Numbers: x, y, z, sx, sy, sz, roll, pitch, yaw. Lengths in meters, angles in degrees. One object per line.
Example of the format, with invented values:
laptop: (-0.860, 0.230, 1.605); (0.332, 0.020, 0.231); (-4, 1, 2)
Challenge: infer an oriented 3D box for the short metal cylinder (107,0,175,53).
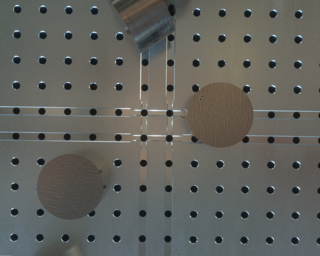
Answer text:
short metal cylinder: (-0.025, -0.141, 0.385); (0.050, 0.080, 0.080); (-33, 90, 0)

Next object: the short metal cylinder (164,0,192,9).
short metal cylinder: (0.014, -0.203, 0.401); (0.081, 0.050, 0.079); (0, 90, 0)

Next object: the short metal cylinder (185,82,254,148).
short metal cylinder: (0.074, -0.016, 0.401); (0.081, 0.050, 0.079); (0, 90, 0)

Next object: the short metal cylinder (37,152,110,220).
short metal cylinder: (-0.109, 0.071, 0.400); (0.081, 0.050, 0.079); (0, 90, 0)
